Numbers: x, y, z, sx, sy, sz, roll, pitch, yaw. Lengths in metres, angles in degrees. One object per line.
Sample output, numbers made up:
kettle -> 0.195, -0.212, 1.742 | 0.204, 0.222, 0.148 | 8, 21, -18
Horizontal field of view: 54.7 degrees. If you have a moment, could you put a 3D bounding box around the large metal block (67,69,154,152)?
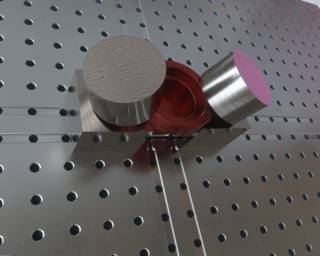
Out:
large metal block -> -0.062, -0.019, 0.370 | 0.081, 0.050, 0.080 | 1, 62, -28

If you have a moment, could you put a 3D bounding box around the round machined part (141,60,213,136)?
round machined part -> 0.014, -0.033, 0.387 | 0.099, 0.042, 0.098 | 14, 56, -21

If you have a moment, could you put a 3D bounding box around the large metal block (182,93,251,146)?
large metal block -> 0.070, -0.023, 0.443 | 0.081, 0.050, 0.080 | -1, 62, -29

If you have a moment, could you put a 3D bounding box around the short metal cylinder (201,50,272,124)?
short metal cylinder -> 0.097, -0.052, 0.395 | 0.080, 0.050, 0.080 | 31, 42, -33

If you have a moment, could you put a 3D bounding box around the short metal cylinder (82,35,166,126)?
short metal cylinder -> -0.036, -0.048, 0.321 | 0.081, 0.050, 0.080 | 2, 65, -4
